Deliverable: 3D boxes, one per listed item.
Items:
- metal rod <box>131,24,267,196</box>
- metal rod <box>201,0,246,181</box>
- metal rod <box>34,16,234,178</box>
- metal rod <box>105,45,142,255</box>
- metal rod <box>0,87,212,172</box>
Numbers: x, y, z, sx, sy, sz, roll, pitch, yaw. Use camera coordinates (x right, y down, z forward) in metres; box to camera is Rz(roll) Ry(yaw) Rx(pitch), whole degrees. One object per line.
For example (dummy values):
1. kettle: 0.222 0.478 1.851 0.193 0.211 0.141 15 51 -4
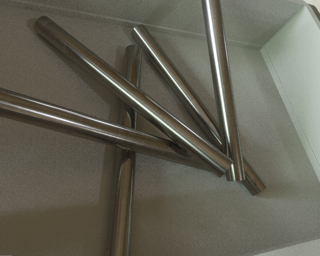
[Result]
1. metal rod: 0.052 -0.032 0.455 0.025 0.025 0.299 -28 77 -38
2. metal rod: 0.082 -0.079 0.418 0.025 0.025 0.298 -6 87 -31
3. metal rod: -0.039 -0.044 0.381 0.300 0.025 0.025 38 50 10
4. metal rod: -0.040 0.014 0.376 0.025 0.025 0.299 14 56 -21
5. metal rod: -0.043 0.009 0.339 0.302 0.025 0.025 18 54 -33
